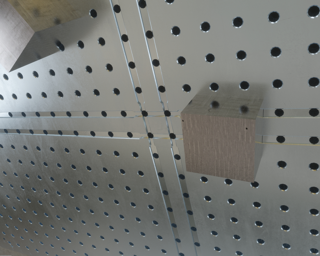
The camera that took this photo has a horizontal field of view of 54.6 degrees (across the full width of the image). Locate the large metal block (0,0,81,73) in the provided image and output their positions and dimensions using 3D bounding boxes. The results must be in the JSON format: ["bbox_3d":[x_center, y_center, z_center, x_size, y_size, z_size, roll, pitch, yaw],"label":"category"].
[{"bbox_3d":[-0.159,-0.123,0.384,0.080,0.080,0.050,-34,100,38],"label":"large metal block"}]

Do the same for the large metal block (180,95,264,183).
[{"bbox_3d":[0.074,0.010,0.363,0.080,0.050,0.080,6,121,25],"label":"large metal block"}]
